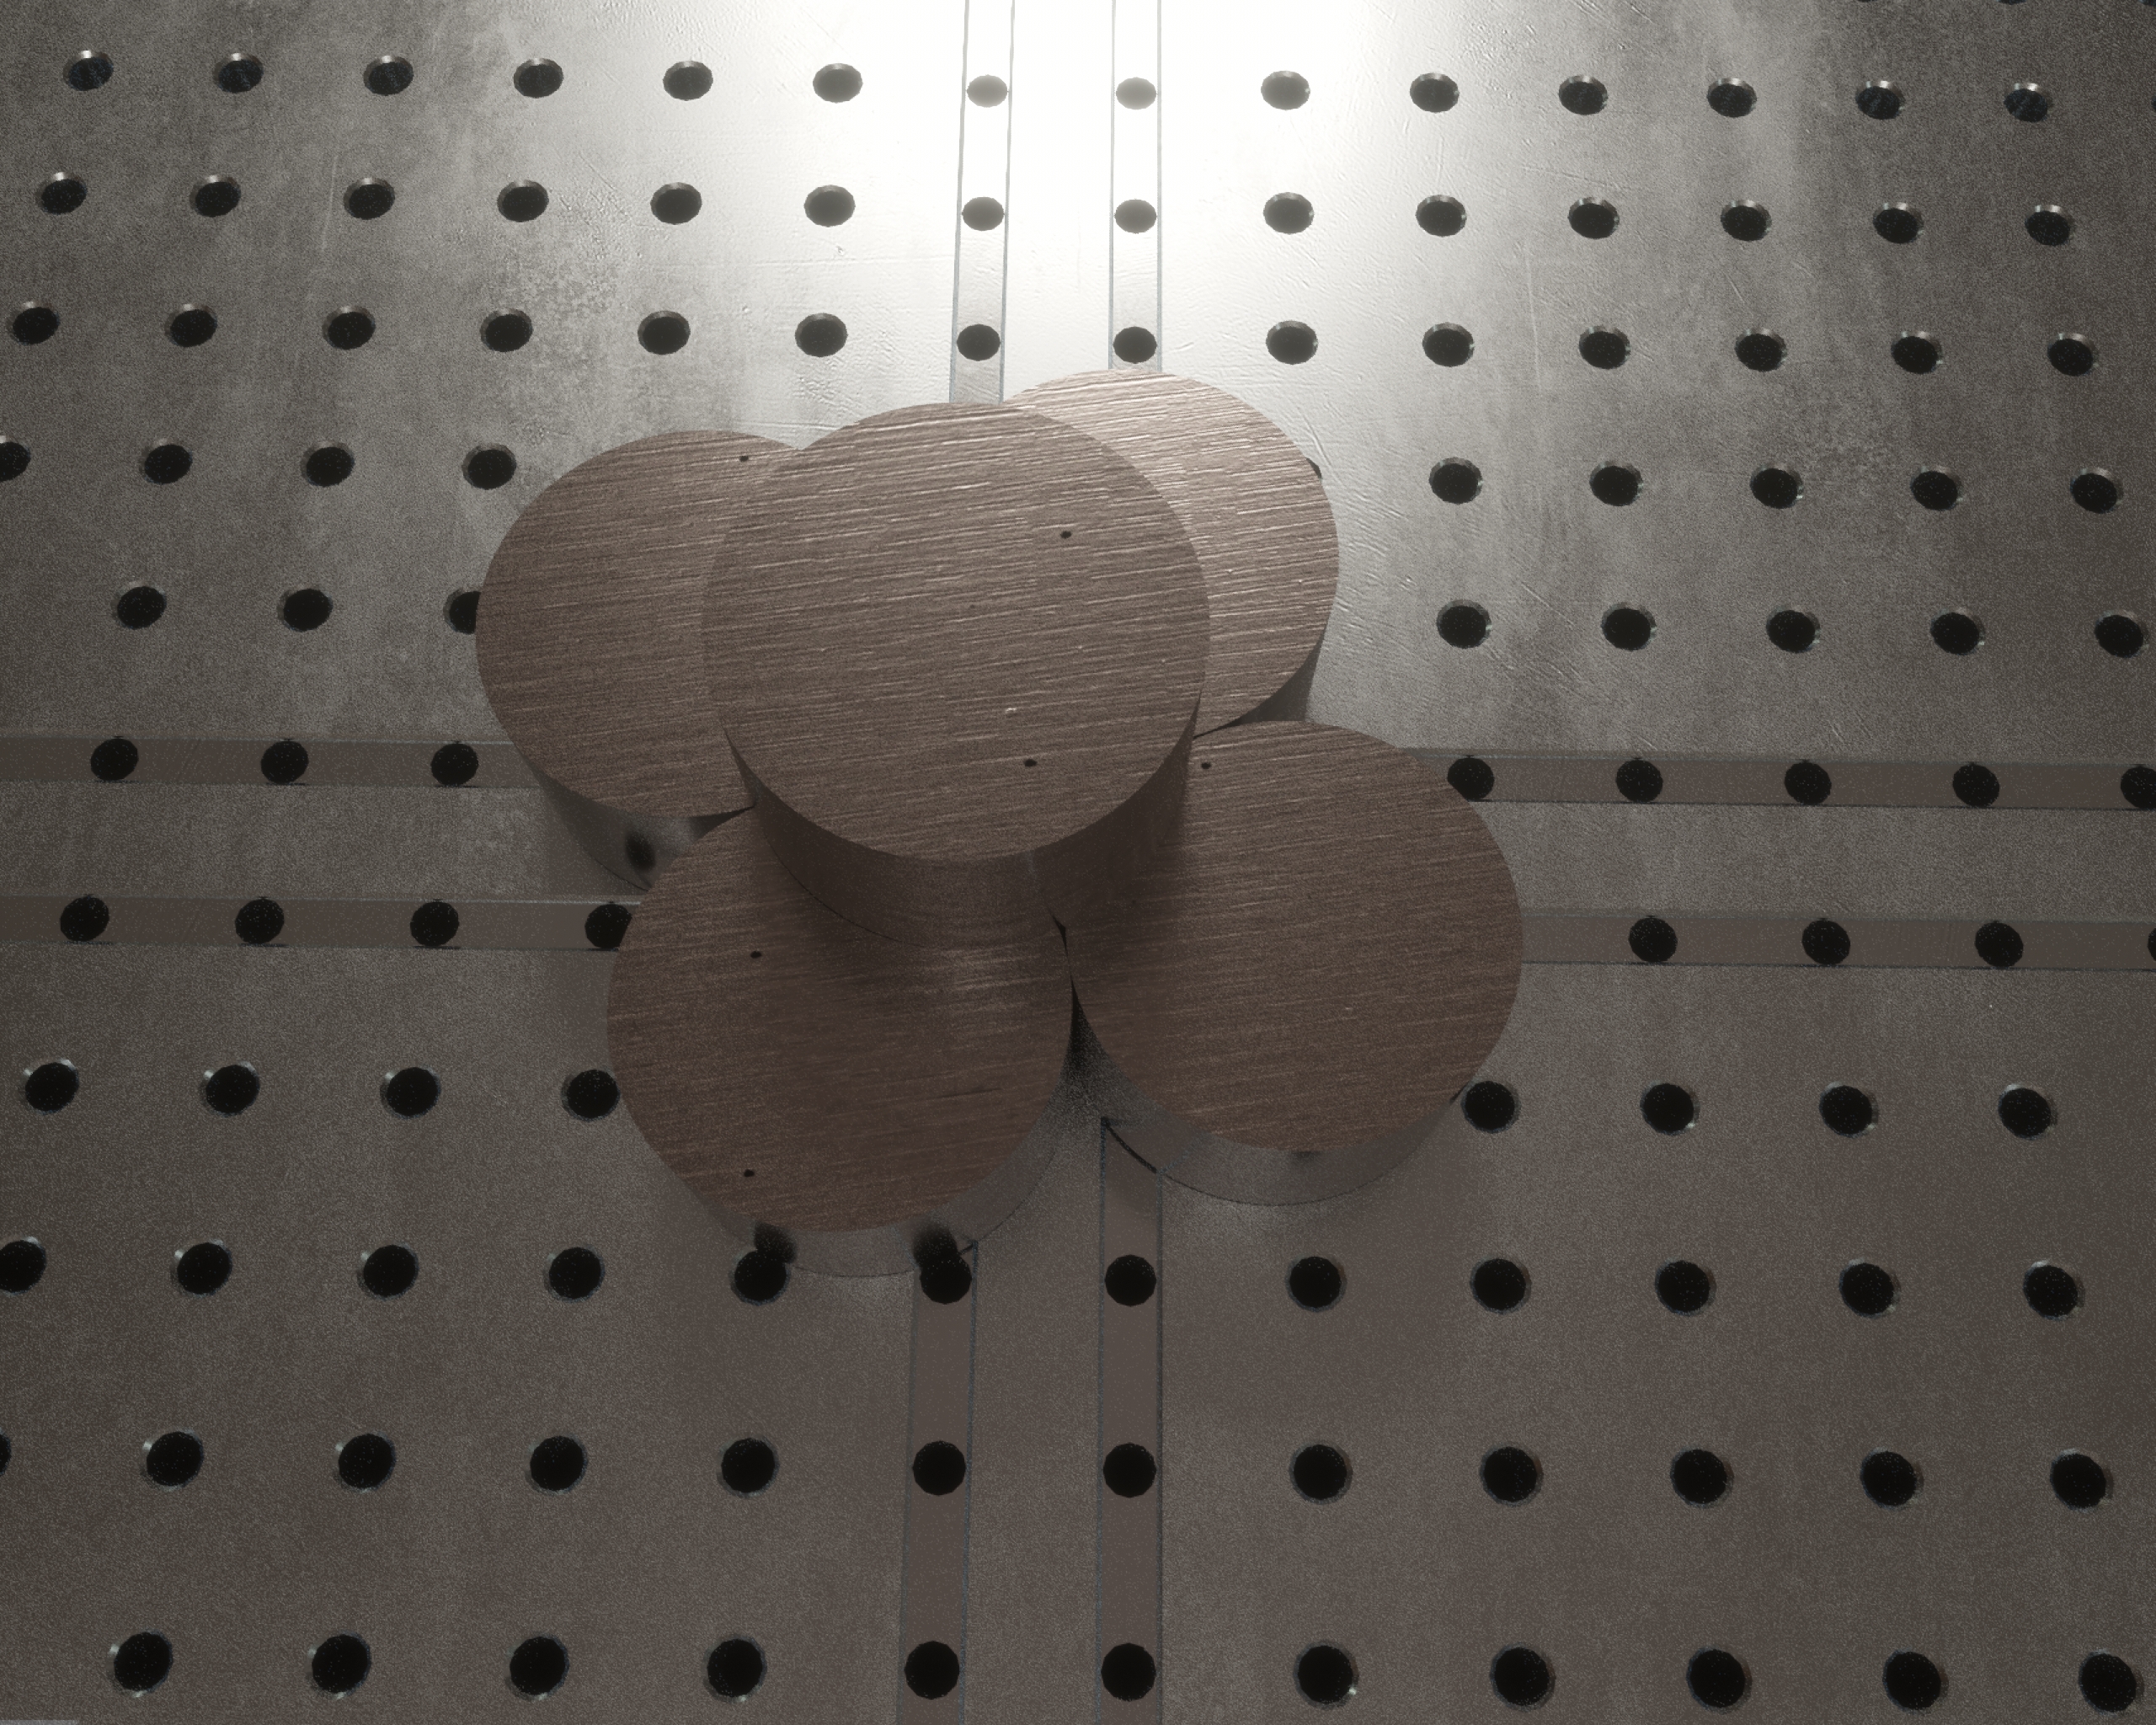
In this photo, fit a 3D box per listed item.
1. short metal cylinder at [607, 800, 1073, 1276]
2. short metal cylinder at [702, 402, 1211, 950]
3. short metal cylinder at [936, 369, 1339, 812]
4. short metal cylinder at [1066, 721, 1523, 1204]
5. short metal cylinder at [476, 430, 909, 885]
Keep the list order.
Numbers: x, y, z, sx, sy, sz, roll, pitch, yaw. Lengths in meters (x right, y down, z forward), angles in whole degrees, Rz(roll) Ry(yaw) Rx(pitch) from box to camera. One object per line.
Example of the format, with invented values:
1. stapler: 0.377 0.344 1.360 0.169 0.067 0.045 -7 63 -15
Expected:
1. short metal cylinder: -0.041 0.033 0.385 0.081 0.050 0.080 0 70 0
2. short metal cylinder: -0.020 -0.030 0.354 0.081 0.050 0.080 0 71 -1
3. short metal cylinder: 0.009 -0.050 0.416 0.081 0.050 0.080 0 70 0
4. short metal cylinder: 0.038 0.020 0.391 0.081 0.050 0.080 0 70 0
5. short metal cylinder: -0.071 -0.037 0.410 0.081 0.050 0.080 0 70 0
